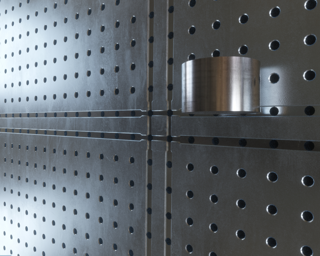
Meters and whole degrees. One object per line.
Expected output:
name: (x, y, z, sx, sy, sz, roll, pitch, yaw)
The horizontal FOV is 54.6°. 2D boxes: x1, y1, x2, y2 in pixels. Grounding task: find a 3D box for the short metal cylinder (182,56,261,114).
short metal cylinder: (0.063, -0.041, 0.322, 0.080, 0.081, 0.050, 0, 90, 40)
